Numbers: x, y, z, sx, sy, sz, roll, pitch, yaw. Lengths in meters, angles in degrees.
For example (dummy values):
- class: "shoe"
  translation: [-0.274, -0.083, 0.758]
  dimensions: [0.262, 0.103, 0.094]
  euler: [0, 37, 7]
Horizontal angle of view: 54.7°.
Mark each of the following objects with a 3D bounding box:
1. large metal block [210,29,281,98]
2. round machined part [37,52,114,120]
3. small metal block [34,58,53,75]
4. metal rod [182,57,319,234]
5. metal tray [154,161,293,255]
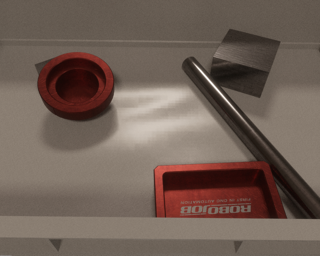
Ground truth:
- class: "large metal block"
  translation: [0.130, -0.101, 0.475]
  dimensions: [0.080, 0.050, 0.080]
  euler: [20, 53, 15]
- class: "round machined part"
  translation: [-0.113, -0.053, 0.427]
  dimensions: [0.099, 0.042, 0.098]
  euler: [3, 63, -6]
- class: "small metal block"
  translation: [-0.155, -0.082, 0.472]
  dimensions: [0.050, 0.025, 0.050]
  euler: [-26, 55, -21]
- class: "metal rod"
  translation: [0.111, 0.001, 0.405]
  dimensions: [0.025, 0.025, 0.300]
  euler: [-20, 53, -17]
- class: "metal tray"
  translation: [0.060, 0.083, 0.332]
  dimensions: [0.131, 0.030, 0.090]
  euler: [-2, 50, -3]
